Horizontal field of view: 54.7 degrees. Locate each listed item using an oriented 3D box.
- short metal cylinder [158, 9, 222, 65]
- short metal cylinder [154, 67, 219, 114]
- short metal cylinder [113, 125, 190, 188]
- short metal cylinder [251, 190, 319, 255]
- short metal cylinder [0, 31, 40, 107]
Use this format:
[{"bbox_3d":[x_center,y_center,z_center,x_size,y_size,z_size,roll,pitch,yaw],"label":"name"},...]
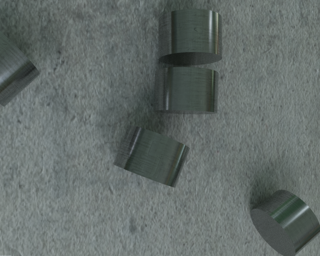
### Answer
[{"bbox_3d":[0.038,-0.112,0.395,0.081,0.080,0.050,-1,91,-20],"label":"short metal cylinder"},{"bbox_3d":[0.033,-0.045,0.393,0.081,0.080,0.050,2,89,-20],"label":"short metal cylinder"},{"bbox_3d":[-0.010,0.035,0.377,0.080,0.080,0.050,23,82,-19],"label":"short metal cylinder"},{"bbox_3d":[0.180,0.137,0.448,0.050,0.080,0.080,-31,101,-18],"label":"short metal cylinder"},{"bbox_3d":[-0.172,-0.067,0.316,0.080,0.080,0.050,45,76,-15],"label":"short metal cylinder"}]
